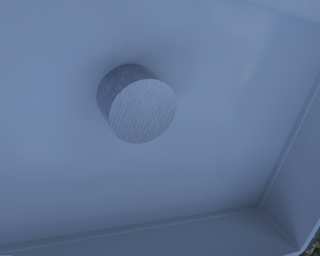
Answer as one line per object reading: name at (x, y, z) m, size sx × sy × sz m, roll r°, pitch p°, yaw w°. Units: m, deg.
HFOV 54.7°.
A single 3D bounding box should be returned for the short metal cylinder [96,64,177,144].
short metal cylinder at (-0.028, -0.028, 0.361) m, size 0.081 × 0.050 × 0.079 m, roll -14°, pitch 124°, yaw -21°
